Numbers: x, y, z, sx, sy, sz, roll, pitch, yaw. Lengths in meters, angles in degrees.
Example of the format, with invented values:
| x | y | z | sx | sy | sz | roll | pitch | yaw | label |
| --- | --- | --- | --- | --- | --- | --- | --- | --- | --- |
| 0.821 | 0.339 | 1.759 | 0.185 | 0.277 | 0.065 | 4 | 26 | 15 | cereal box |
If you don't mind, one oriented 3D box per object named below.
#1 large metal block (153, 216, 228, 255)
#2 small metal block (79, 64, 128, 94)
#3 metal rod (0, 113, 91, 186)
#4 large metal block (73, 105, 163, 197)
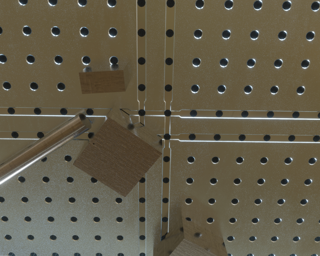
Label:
| x | y | z | sx | sy | sz | roll | pitch | yaw | label |
| --- | --- | --- | --- | --- | --- | --- | --- | --- | --- |
| 0.045 | 0.196 | 0.473 | 0.080 | 0.050 | 0.080 | 32 | 107 | -12 | large metal block |
| -0.066 | -0.061 | 0.377 | 0.050 | 0.050 | 0.025 | -3 | 110 | 1 | small metal block |
| -0.225 | 0.067 | 0.434 | 0.300 | 0.025 | 0.025 | -31 | 108 | 10 | metal rod |
| -0.053 | 0.030 | 0.411 | 0.080 | 0.050 | 0.080 | 35 | 106 | -13 | large metal block |
